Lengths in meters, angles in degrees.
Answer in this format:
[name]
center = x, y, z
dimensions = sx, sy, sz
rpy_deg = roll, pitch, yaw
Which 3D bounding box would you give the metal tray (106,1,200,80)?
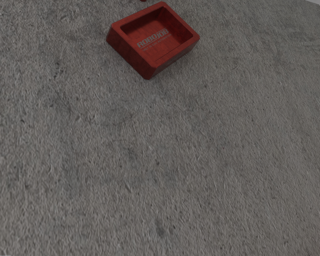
[metal tray]
center = -0.007, -0.140, 0.481
dimensions = 0.090, 0.030, 0.131
rpy_deg = 45, 51, 3
